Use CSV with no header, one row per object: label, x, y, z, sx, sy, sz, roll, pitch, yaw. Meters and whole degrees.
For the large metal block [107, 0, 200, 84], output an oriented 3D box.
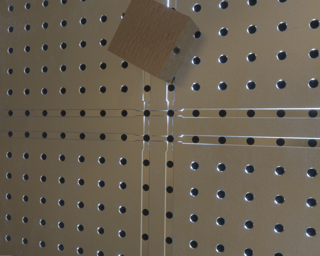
large metal block,-0.008,-0.115,0.402,0.080,0.050,0.080,31,100,17
